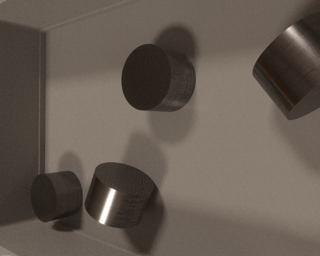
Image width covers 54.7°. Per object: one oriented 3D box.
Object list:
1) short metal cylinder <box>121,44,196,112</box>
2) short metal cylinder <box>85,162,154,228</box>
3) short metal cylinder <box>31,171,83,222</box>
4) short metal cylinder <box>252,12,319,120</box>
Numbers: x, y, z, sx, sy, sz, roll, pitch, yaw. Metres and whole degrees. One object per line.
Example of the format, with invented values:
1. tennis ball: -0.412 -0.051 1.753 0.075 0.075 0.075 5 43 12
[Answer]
1. short metal cylinder: -0.002 -0.061 0.391 0.080 0.050 0.079 0 90 39
2. short metal cylinder: -0.054 0.087 0.413 0.080 0.081 0.050 31 109 35
3. short metal cylinder: -0.179 0.117 0.535 0.080 0.050 0.079 0 90 39
4. short metal cylinder: 0.128 -0.051 0.264 0.080 0.081 0.050 -44 64 31
